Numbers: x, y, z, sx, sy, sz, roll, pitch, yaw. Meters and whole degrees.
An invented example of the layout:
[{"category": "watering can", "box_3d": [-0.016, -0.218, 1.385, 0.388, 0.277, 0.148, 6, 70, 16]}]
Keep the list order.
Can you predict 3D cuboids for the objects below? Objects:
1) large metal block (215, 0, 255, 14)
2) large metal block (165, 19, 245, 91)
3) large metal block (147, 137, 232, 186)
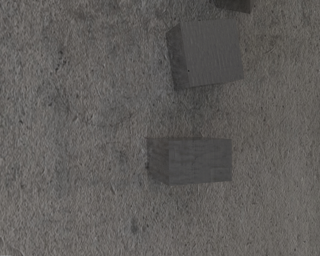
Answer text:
[{"category": "large metal block", "box_3d": [0.109, -0.214, 0.412, 0.050, 0.080, 0.080, 19, 82, 19]}, {"category": "large metal block", "box_3d": [0.060, -0.097, 0.417, 0.081, 0.050, 0.080, -11, 94, -20]}, {"category": "large metal block", "box_3d": [0.034, 0.038, 0.392, 0.081, 0.080, 0.050, -1, 91, -20]}]
